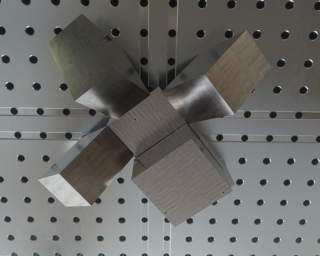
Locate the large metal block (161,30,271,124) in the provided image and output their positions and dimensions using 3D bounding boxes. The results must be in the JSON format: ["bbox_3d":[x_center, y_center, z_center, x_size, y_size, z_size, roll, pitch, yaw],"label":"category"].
[{"bbox_3d":[0.062,-0.054,0.348,0.050,0.080,0.080,50,63,-16],"label":"large metal block"}]

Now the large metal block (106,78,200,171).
[{"bbox_3d":[-0.008,-0.004,0.398,0.080,0.050,0.080,-36,106,12],"label":"large metal block"}]

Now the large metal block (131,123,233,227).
[{"bbox_3d":[0.025,0.055,0.366,0.080,0.050,0.080,-36,107,11],"label":"large metal block"}]

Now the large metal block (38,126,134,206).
[{"bbox_3d":[-0.093,0.049,0.385,0.050,0.080,0.080,51,144,-15],"label":"large metal block"}]

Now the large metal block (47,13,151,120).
[{"bbox_3d":[-0.065,-0.064,0.344,0.050,0.080,0.080,-36,67,12],"label":"large metal block"}]

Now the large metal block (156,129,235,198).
[{"bbox_3d":[0.041,0.057,0.420,0.080,0.050,0.080,-35,105,11],"label":"large metal block"}]
